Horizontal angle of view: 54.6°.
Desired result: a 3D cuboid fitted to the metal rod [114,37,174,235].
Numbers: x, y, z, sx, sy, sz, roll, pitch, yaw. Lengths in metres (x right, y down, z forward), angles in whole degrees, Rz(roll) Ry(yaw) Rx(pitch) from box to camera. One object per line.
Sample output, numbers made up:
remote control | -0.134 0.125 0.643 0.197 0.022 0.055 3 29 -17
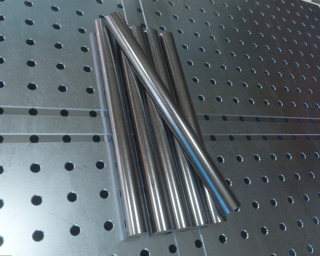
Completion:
metal rod | -0.028 -0.018 0.402 0.025 0.025 0.299 1 61 -28

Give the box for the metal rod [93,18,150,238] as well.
metal rod | -0.054 -0.019 0.389 0.025 0.025 0.299 1 61 -28

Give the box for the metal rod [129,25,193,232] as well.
metal rod | -0.006 -0.017 0.414 0.025 0.025 0.299 1 61 -28

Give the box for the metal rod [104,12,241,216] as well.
metal rod | 0.009 -0.028 0.397 0.025 0.025 0.299 -21 73 -36

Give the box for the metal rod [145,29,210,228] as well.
metal rod | 0.016 -0.016 0.427 0.025 0.025 0.299 1 61 -28

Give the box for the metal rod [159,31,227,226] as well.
metal rod | 0.039 -0.016 0.439 0.025 0.025 0.299 1 61 -28
